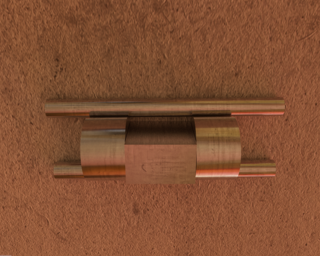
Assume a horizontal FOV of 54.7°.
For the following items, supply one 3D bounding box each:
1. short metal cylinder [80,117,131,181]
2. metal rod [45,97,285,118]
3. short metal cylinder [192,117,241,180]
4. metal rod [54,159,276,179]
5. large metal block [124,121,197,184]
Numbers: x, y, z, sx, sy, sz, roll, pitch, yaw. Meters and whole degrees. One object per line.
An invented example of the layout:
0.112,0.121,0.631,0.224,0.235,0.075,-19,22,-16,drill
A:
-0.065,0.026,0.390,0.050,0.080,0.079,-1,110,0,short metal cylinder
0.007,-0.027,0.401,0.302,0.025,0.025,-1,110,0,metal rod
0.067,0.025,0.391,0.050,0.080,0.079,-1,110,0,short metal cylinder
0.007,0.058,0.432,0.302,0.025,0.025,-1,110,0,metal rod
0.001,0.028,0.389,0.081,0.080,0.050,0,110,0,large metal block
